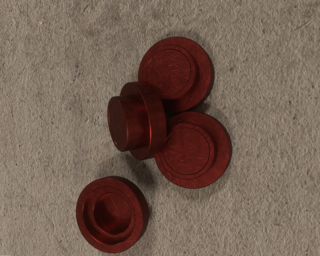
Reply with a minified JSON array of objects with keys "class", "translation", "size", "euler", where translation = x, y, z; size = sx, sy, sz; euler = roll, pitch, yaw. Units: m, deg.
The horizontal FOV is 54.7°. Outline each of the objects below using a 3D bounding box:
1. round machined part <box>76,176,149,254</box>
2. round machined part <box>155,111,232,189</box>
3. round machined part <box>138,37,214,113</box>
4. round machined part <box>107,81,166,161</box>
[{"class":"round machined part","translation":[-0.060,0.113,0.420],"size":[0.098,0.042,0.097],"euler":[0,90,19]},{"class":"round machined part","translation":[0.038,0.027,0.386],"size":[0.098,0.042,0.097],"euler":[0,90,19]},{"class":"round machined part","translation":[0.017,-0.068,0.393],"size":[0.098,0.042,0.097],"euler":[0,90,19]},{"class":"round machined part","translation":[-0.034,-0.007,0.382],"size":[0.098,0.042,0.097],"euler":[32,127,56]}]
